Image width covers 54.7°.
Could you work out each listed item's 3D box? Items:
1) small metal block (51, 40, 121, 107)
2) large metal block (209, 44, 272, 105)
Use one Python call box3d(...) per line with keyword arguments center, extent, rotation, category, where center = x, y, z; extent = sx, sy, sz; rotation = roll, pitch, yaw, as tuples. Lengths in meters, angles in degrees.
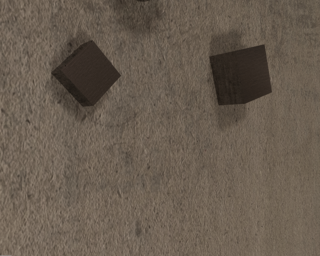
box3d(center=(-0.080, -0.059, 0.339), extent=(0.050, 0.025, 0.050), rotation=(51, 60, -28), category="small metal block")
box3d(center=(0.132, -0.086, 0.502), extent=(0.081, 0.050, 0.079), rotation=(-22, 104, -38), category="large metal block")
